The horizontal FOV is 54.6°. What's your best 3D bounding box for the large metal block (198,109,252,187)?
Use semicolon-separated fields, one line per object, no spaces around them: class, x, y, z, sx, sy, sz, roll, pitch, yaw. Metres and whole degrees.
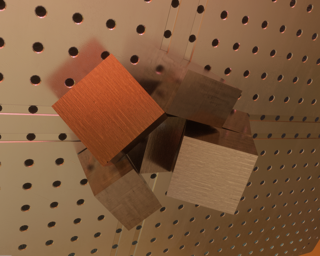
large metal block;0.085;0.022;0.424;0.050;0.080;0.079;17;114;6

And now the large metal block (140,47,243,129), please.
large metal block;0.033;-0.047;0.364;0.081;0.080;0.050;14;111;-34

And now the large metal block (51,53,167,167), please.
large metal block;-0.050;-0.017;0.329;0.080;0.080;0.050;-42;174;0

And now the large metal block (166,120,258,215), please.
large metal block;0.059;0.044;0.364;0.080;0.050;0.079;15;114;2

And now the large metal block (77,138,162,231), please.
large metal block;-0.051;0.066;0.386;0.050;0.080;0.080;-35;130;-6

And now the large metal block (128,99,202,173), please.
large metal block;0.009;0.010;0.405;0.081;0.050;0.079;1;118;-29
